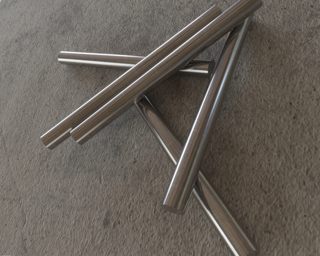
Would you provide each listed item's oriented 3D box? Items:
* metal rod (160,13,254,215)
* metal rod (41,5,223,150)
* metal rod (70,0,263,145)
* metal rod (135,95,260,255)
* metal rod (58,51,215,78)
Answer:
[{"bbox_3d":[0.067,-0.042,0.373,0.025,0.025,0.300,7,59,31],"label":"metal rod"},{"bbox_3d":[-0.040,-0.068,0.431,0.300,0.025,0.025,-36,51,3],"label":"metal rod"},{"bbox_3d":[0.005,-0.077,0.412,0.300,0.025,0.025,-37,51,4],"label":"metal rod"},{"bbox_3d":[0.016,0.023,0.380,0.025,0.025,0.300,-37,51,3],"label":"metal rod"},{"bbox_3d":[-0.055,-0.104,0.494,0.300,0.025,0.025,12,68,32],"label":"metal rod"}]
